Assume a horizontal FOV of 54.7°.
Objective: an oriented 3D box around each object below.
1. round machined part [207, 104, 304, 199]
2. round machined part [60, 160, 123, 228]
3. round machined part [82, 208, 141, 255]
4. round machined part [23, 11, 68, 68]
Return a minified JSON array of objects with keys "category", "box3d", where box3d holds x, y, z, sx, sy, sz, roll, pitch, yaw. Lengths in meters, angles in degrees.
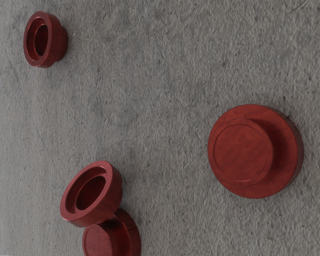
[{"category":"round machined part","box3d":[0.091,0.024,0.319,0.098,0.042,0.097,0,90,40]},{"category":"round machined part","box3d":[-0.093,0.099,0.450,0.098,0.042,0.098,-26,36,22]},{"category":"round machined part","box3d":[-0.078,0.170,0.458,0.098,0.042,0.097,0,90,40]},{"category":"round machined part","box3d":[-0.204,-0.157,0.563,0.098,0.042,0.097,0,90,40]}]
